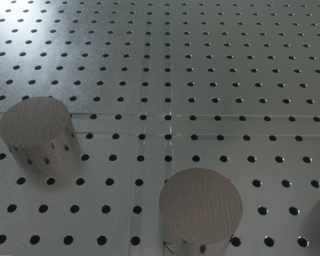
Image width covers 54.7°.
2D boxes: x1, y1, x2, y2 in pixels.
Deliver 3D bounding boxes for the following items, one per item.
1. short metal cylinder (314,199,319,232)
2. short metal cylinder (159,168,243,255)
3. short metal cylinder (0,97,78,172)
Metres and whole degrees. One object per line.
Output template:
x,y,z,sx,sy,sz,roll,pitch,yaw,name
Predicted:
0.211,0.089,0.319,0.081,0.050,0.080,0,50,0,short metal cylinder
0.039,0.088,0.318,0.081,0.050,0.080,0,50,0,short metal cylinder
-0.148,0.007,0.384,0.081,0.050,0.080,0,50,0,short metal cylinder
